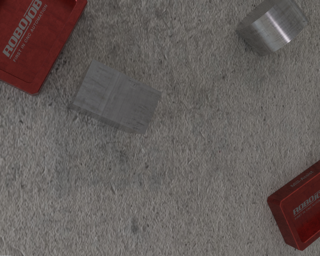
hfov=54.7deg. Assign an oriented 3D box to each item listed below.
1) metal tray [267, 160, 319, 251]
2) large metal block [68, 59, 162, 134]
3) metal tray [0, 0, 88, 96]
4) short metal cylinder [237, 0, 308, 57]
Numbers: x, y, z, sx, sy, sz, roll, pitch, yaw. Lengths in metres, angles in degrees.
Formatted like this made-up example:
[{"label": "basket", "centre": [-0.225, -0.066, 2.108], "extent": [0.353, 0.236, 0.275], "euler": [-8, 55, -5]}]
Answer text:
[{"label": "metal tray", "centre": [0.243, 0.120, 0.496], "extent": [0.131, 0.030, 0.090], "euler": [-29, 100, -18]}, {"label": "large metal block", "centre": [-0.056, -0.032, 0.359], "extent": [0.080, 0.080, 0.050], "euler": [24, 82, -19]}, {"label": "metal tray", "centre": [-0.152, -0.113, 0.349], "extent": [0.090, 0.030, 0.130], "euler": [28, 81, -18]}, {"label": "short metal cylinder", "centre": [0.157, -0.147, 0.437], "extent": [0.050, 0.080, 0.080], "euler": [45, 76, -15]}]
